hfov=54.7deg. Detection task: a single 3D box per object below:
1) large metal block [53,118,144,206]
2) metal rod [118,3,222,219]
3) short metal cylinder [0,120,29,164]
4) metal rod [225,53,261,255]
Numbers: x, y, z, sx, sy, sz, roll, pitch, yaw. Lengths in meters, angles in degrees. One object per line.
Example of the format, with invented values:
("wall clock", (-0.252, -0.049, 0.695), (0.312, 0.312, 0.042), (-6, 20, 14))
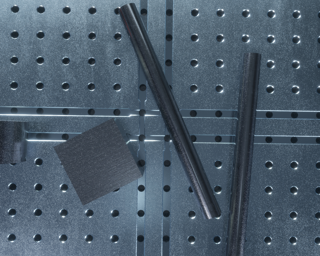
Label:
("large metal block", (-0.075, 0.041, 0.400), (0.080, 0.050, 0.080), (-26, 90, -1))
("metal rod", (0.013, -0.022, 0.413), (0.025, 0.025, 0.299), (-23, 90, 0))
("short metal cylinder", (-0.207, 0.015, 0.383), (0.081, 0.080, 0.050), (4, 90, -1))
("metal rod", (0.110, 0.051, 0.414), (0.025, 0.025, 0.298), (5, 90, -1))
